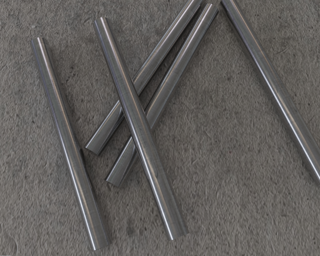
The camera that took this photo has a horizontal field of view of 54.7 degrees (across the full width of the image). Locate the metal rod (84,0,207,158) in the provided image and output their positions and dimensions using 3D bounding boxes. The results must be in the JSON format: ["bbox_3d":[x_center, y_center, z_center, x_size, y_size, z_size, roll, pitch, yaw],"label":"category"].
[{"bbox_3d":[-0.011,-0.090,0.440,0.025,0.025,0.300,29,72,10],"label":"metal rod"}]

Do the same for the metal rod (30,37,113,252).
[{"bbox_3d":[-0.121,0.007,0.404,0.025,0.025,0.299,-20,71,-7],"label":"metal rod"}]

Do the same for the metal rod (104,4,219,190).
[{"bbox_3d":[0.010,-0.055,0.428,0.025,0.025,0.300,26,72,9],"label":"metal rod"}]

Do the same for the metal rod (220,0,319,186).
[{"bbox_3d":[0.156,-0.065,0.432,0.025,0.025,0.299,-19,71,-7],"label":"metal rod"}]

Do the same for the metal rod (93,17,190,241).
[{"bbox_3d":[-0.030,-0.014,0.384,0.025,0.025,0.299,-19,71,-7],"label":"metal rod"}]
